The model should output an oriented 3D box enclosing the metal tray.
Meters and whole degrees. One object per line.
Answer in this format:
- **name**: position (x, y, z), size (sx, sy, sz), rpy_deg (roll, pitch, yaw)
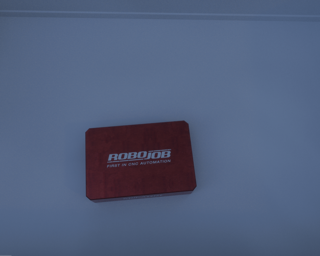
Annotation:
- **metal tray**: position (-0.025, 0.042, 0.391), size (0.131, 0.030, 0.090), rpy_deg (-5, 70, -2)
